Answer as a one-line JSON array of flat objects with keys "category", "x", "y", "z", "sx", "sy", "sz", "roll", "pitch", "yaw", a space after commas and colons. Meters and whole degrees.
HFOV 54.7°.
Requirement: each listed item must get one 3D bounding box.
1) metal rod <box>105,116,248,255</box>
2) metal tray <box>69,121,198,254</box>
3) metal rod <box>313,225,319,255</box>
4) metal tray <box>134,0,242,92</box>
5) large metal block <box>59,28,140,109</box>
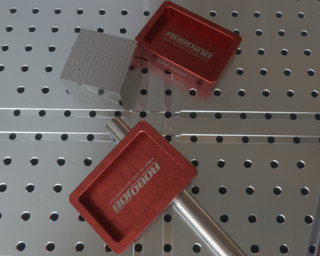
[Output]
[{"category": "metal rod", "x": 0.037, "y": 0.098, "z": 0.376, "sx": 0.025, "sy": 0.025, "sz": 0.300, "roll": -40, "pitch": 75, "yaw": -13}, {"category": "metal tray", "x": -0.031, "y": 0.067, "z": 0.365, "sx": 0.090, "sy": 0.030, "sz": 0.130, "roll": 43, "pitch": 91, "yaw": 14}, {"category": "metal rod", "x": 0.220, "y": 0.086, "z": 0.383, "sx": 0.025, "sy": 0.025, "sz": 0.300, "roll": 21, "pitch": 71, "yaw": 7}, {"category": "metal tray", "x": 0.040, "y": -0.121, "z": 0.453, "sx": 0.130, "sy": 0.030, "sz": 0.090, "roll": 30, "pitch": 72, "yaw": 10}, {"category": "large metal block", "x": -0.079, "y": -0.081, "z": 0.427, "sx": 0.080, "sy": 0.050, "sz": 0.080, "roll": 14, "pitch": 71, "yaw": 5}]
